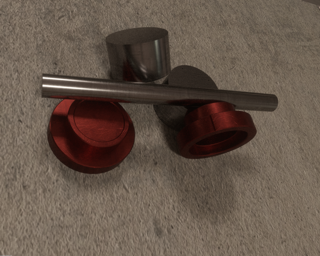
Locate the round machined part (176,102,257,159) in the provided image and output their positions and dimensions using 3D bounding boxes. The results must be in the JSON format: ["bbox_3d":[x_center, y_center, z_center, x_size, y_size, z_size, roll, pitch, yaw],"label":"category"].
[{"bbox_3d":[0.068,0.001,0.394,0.099,0.097,0.042,0,63,-29],"label":"round machined part"}]

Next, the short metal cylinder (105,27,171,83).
[{"bbox_3d":[-0.027,-0.098,0.409,0.080,0.050,0.080,-4,31,3],"label":"short metal cylinder"}]

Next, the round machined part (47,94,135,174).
[{"bbox_3d":[-0.074,0.000,0.354,0.099,0.042,0.098,14,56,-21],"label":"round machined part"}]

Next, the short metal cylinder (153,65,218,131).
[{"bbox_3d":[0.037,-0.041,0.434,0.081,0.050,0.080,14,56,-21],"label":"short metal cylinder"}]

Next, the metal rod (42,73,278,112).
[{"bbox_3d":[0.019,-0.039,0.375,0.303,0.025,0.025,2,61,-24],"label":"metal rod"}]
